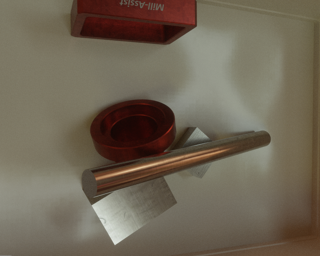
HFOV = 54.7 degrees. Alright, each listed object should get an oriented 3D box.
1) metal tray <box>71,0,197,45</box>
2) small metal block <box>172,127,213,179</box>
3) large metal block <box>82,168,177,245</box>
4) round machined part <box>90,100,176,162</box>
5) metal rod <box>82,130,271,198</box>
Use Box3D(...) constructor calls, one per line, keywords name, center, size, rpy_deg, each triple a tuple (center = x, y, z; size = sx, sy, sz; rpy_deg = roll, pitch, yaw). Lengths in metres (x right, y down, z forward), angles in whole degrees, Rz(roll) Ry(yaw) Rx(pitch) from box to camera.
Box3D(name="metal tray", center=(-0.034, -0.128, 0.364), size=(0.131, 0.090, 0.030), rpy_deg=(-1, 91, -20))
Box3D(name="small metal block", center=(0.049, 0.034, 0.430), size=(0.050, 0.025, 0.050), rpy_deg=(41, 77, -16))
Box3D(name="large metal block", center=(-0.039, 0.081, 0.368), size=(0.080, 0.080, 0.050), rpy_deg=(-30, 101, -18))
Box3D(name="round machined part", center=(-0.030, 0.009, 0.370), size=(0.099, 0.098, 0.042), rpy_deg=(-22, 128, -19))
Box3D(name="metal rod", center=(0.048, 0.032, 0.369), size=(0.302, 0.025, 0.025), rpy_deg=(-8, 93, -43))
